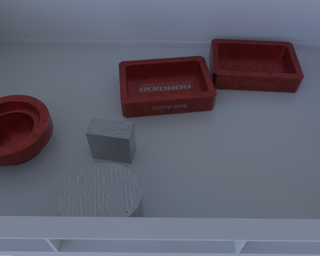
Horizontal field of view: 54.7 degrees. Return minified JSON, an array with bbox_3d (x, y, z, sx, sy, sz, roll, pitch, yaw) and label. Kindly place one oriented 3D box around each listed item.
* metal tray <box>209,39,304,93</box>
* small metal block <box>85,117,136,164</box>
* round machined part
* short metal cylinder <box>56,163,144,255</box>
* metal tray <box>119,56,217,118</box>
[{"bbox_3d":[0.146,-0.100,0.487,0.131,0.030,0.090,3,50,2],"label":"metal tray"},{"bbox_3d":[-0.058,0.016,0.375,0.050,0.050,0.025,7,51,6],"label":"small metal block"},{"bbox_3d":[-0.183,0.007,0.386,0.099,0.042,0.098,0,50,0],"label":"round machined part"},{"bbox_3d":[-0.057,0.081,0.311,0.081,0.050,0.080,0,39,0],"label":"short metal cylinder"},{"bbox_3d":[0.008,-0.063,0.454,0.131,0.030,0.090,-5,50,-5],"label":"metal tray"}]
